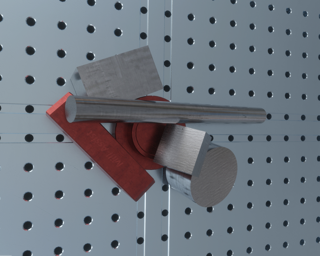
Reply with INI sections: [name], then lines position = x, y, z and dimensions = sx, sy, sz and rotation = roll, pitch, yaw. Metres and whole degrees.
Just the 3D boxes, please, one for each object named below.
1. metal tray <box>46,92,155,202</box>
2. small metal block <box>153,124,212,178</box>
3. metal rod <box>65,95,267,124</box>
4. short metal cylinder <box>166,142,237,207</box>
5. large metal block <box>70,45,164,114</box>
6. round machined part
[metal tray]
position = -0.071, 0.021, 0.352
dimensions = 0.030, 0.090, 0.130
rotation = -46, 105, -14
[small metal block]
position = 0.027, 0.025, 0.364
dimensions = 0.025, 0.050, 0.050
rotation = 36, 72, -60
[metal rod]
position = 0.035, -0.018, 0.376
dimensions = 0.302, 0.025, 0.025
rotation = 0, 90, -40
[short metal cylinder]
position = 0.055, 0.057, 0.408
dimensions = 0.081, 0.050, 0.079
rotation = -10, 108, -33
[large metal block]
position = -0.054, -0.052, 0.363
dimensions = 0.081, 0.080, 0.050
rotation = -22, 98, -19
[round machined part]
position = -0.010, 0.006, 0.404
dimensions = 0.099, 0.042, 0.097
rotation = 0, 90, -21
